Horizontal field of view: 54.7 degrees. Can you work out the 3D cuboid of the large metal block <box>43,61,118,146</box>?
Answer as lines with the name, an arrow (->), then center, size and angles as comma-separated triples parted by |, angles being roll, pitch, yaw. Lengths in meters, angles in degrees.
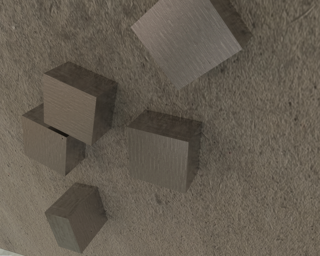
large metal block -> -0.111, -0.034, 0.428 | 0.080, 0.050, 0.079 | 25, 127, 13

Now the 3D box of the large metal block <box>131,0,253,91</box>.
large metal block -> 0.033, -0.098, 0.313 | 0.080, 0.050, 0.080 | -30, 102, 38

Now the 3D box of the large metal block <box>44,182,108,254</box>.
large metal block -> -0.143, 0.155, 0.543 | 0.050, 0.080, 0.079 | 5, 121, 26

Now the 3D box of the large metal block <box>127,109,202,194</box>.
large metal block -> 0.006, 0.029, 0.405 | 0.080, 0.050, 0.079 | 13, 124, 20

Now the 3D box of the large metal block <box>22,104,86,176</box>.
large metal block -> -0.165, 0.016, 0.488 | 0.080, 0.050, 0.079 | 24, 127, 13
